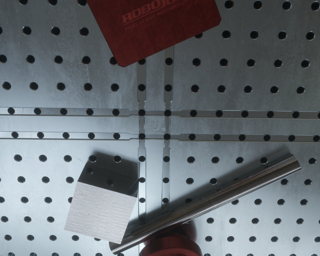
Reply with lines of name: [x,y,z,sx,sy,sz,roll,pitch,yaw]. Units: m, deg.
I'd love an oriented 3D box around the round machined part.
round machined part: [0.015,0.198,0.472,0.099,0.042,0.097,-3,120,-4]

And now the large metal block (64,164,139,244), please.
large metal block: [-0.081,0.107,0.438,0.080,0.050,0.079,17,109,-7]

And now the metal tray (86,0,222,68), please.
metal tray: [-0.006,-0.138,0.360,0.130,0.030,0.090,-23,109,7]

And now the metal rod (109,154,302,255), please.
metal rod: [0.060,0.116,0.457,0.301,0.025,0.025,-27,108,9]
